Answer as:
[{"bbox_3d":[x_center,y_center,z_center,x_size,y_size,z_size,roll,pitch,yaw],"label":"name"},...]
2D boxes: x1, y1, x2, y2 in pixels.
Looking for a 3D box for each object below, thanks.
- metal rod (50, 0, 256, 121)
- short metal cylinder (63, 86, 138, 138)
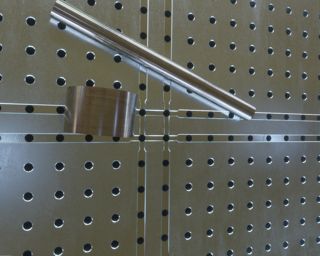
[{"bbox_3d":[0.005,-0.082,0.415,0.302,0.025,0.025,25,82,-19],"label":"metal rod"},{"bbox_3d":[-0.068,-0.017,0.359,0.081,0.080,0.050,6,88,-20],"label":"short metal cylinder"}]
